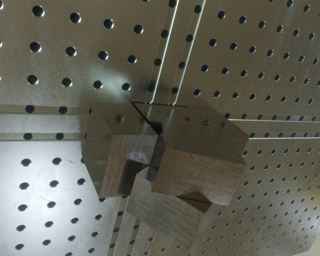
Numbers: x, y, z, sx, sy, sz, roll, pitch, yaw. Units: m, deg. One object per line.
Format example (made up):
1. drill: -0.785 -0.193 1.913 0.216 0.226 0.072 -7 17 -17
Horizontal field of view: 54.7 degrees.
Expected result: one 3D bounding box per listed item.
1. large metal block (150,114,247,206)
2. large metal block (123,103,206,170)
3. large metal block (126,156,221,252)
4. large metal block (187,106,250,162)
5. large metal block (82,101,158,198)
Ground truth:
1. large metal block: 0.035 0.032 0.333 0.081 0.080 0.050 13 113 -10
2. large metal block: 0.003 0.017 0.406 0.081 0.050 0.079 3 117 -30
3. large metal block: 0.022 0.077 0.350 0.080 0.080 0.050 -24 136 -57
4. large metal block: 0.065 0.025 0.428 0.050 0.080 0.079 4 117 -31
5. large metal block: -0.051 0.023 0.363 0.050 0.080 0.079 2 118 -30
